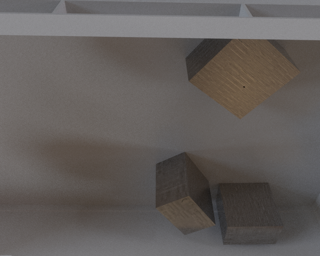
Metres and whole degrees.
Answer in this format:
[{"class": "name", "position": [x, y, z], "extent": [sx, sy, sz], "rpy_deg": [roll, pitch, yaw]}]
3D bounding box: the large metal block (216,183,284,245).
[{"class": "large metal block", "position": [0.137, 0.134, 0.489], "extent": [0.081, 0.080, 0.050], "rpy_deg": [-1, 130, 0]}]

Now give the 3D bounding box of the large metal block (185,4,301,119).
[{"class": "large metal block", "position": [0.086, -0.069, 0.336], "extent": [0.080, 0.050, 0.080], "rpy_deg": [32, 123, -25]}]

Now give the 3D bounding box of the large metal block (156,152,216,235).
[{"class": "large metal block", "position": [0.037, 0.096, 0.456], "extent": [0.050, 0.080, 0.080], "rpy_deg": [-25, 126, 20]}]
